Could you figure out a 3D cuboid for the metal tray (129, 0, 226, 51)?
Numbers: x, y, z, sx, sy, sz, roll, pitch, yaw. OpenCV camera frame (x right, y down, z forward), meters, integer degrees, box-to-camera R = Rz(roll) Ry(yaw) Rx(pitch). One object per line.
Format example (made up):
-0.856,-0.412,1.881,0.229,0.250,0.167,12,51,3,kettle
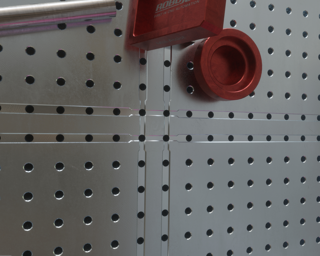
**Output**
0.017,-0.146,0.362,0.030,0.130,0.089,9,87,-41,metal tray

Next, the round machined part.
0.091,-0.087,0.439,0.099,0.042,0.097,0,90,-21,round machined part

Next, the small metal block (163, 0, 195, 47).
0.023,-0.144,0.422,0.050,0.025,0.050,8,88,-20,small metal block

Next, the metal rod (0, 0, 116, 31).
-0.197,-0.117,0.339,0.302,0.025,0.025,-14,95,-20,metal rod
